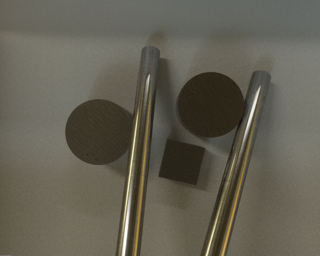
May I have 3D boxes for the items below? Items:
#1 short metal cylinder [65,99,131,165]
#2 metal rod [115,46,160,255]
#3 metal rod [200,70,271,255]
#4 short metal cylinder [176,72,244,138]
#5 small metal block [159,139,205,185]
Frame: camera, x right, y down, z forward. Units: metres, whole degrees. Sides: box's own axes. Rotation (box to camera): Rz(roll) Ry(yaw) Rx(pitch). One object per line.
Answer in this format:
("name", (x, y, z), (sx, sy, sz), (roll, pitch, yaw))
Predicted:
("short metal cylinder", (-0.074, 0.005, 0.398), (0.081, 0.050, 0.079), (0, 90, -1))
("metal rod", (-0.024, 0.036, 0.355), (0.025, 0.025, 0.299), (5, 67, 0))
("metal rod", (0.085, 0.057, 0.353), (0.025, 0.025, 0.300), (22, 65, 0))
("short metal cylinder", (0.062, -0.028, 0.400), (0.081, 0.050, 0.079), (0, 90, -1))
("small metal block", (0.028, 0.044, 0.412), (0.050, 0.025, 0.050), (13, 90, -1))
